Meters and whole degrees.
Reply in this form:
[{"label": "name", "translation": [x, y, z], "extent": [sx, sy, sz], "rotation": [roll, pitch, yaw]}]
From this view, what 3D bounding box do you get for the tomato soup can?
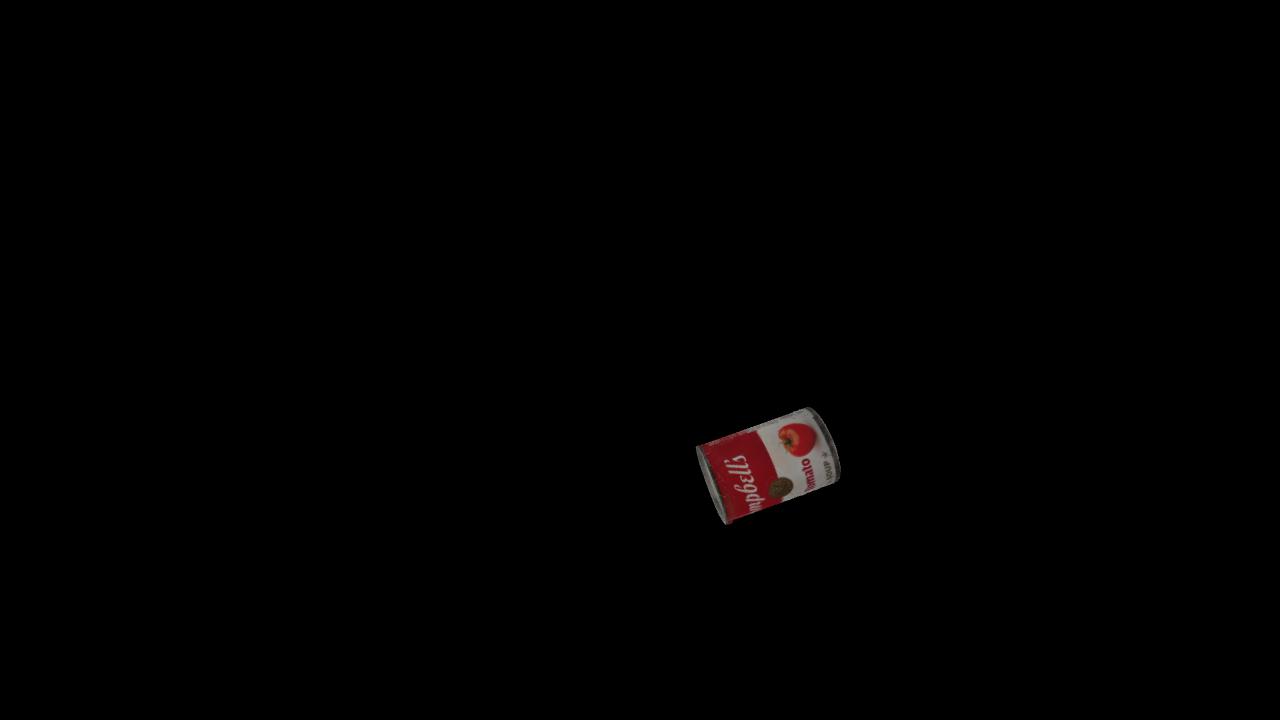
[{"label": "tomato soup can", "translation": [0.105, 0.086, 0.509], "extent": [0.101, 0.068, 0.068], "rotation": [-19, 1, -3]}]
